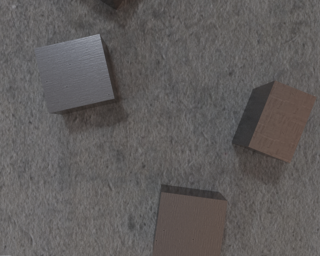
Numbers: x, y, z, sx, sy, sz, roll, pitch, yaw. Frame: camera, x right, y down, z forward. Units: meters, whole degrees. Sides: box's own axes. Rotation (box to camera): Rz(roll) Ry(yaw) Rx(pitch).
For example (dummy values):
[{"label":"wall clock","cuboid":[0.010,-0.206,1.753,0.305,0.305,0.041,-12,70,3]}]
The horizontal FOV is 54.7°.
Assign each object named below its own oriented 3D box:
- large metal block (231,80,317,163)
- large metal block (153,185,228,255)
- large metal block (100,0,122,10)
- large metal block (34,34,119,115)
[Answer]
[{"label":"large metal block","cuboid":[0.136,-0.007,0.384,0.050,0.080,0.080,22,90,-1]},{"label":"large metal block","cuboid":[0.036,0.122,0.398,0.081,0.050,0.080,8,90,-1]},{"label":"large metal block","cuboid":[-0.072,-0.215,0.396,0.080,0.050,0.080,32,90,-1]},{"label":"large metal block","cuboid":[-0.103,-0.065,0.396,0.080,0.050,0.080,-13,90,-1]}]
